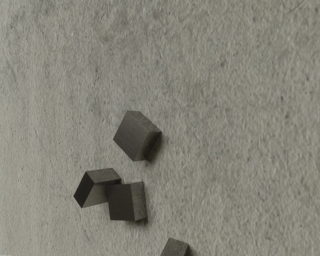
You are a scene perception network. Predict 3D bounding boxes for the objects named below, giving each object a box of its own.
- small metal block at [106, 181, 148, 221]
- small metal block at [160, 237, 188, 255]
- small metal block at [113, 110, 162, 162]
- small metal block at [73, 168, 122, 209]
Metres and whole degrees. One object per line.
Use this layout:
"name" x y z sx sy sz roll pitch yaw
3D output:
"small metal block" -0.048 0.104 0.442 0.050 0.025 0.050 -12 82 39
"small metal block" 0.012 0.170 0.373 0.025 0.050 0.050 14 100 12
"small metal block" -0.032 0.011 0.430 0.050 0.025 0.050 43 115 31
"small metal block" -0.093 0.089 0.463 0.025 0.050 0.050 44 116 31
